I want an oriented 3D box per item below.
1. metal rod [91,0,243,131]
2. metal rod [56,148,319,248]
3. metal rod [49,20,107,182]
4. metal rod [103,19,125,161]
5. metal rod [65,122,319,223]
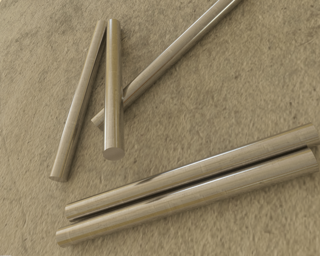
[{"bbox_3d":[0.016,-0.107,0.459,0.300,0.025,0.025,-44,51,-3],"label":"metal rod"},{"bbox_3d":[0.016,0.083,0.343,0.301,0.025,0.025,-21,54,15],"label":"metal rod"},{"bbox_3d":[-0.124,-0.059,0.502,0.025,0.025,0.299,-6,59,25],"label":"metal rod"},{"bbox_3d":[-0.068,-0.078,0.458,0.025,0.025,0.300,-22,45,15],"label":"metal rod"},{"bbox_3d":[0.023,0.057,0.355,0.301,0.025,0.025,-21,54,15],"label":"metal rod"}]
